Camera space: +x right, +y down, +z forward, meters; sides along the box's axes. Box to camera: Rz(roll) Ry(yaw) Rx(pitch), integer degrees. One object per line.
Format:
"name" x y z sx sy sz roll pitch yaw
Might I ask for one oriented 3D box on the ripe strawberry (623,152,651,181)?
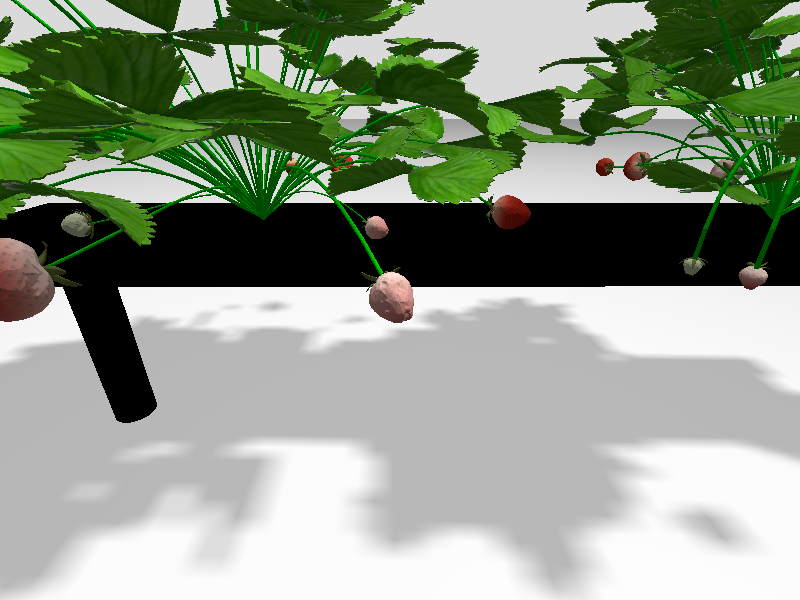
"ripe strawberry" 0.311 -0.175 0.527 0.031 0.035 0.034 -2 9 -5

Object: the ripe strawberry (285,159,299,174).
"ripe strawberry" -0.148 -0.181 0.548 0.021 0.021 0.018 -3 26 -6

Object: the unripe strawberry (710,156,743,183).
"unripe strawberry" 0.397 -0.157 0.487 0.032 0.037 0.035 11 27 21

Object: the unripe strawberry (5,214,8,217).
"unripe strawberry" -0.313 -0.070 0.313 0.011 0.013 0.013 -5 26 -10

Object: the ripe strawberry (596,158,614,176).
"ripe strawberry" 0.291 -0.190 0.572 0.024 0.025 0.026 -4 26 -8

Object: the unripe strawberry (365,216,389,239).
"unripe strawberry" -0.017 -0.053 0.299 0.017 0.017 0.016 26 34 19

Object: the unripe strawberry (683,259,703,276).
"unripe strawberry" 0.163 -0.019 0.224 0.010 0.010 0.009 -20 32 -36

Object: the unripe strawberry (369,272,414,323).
"unripe strawberry" -0.003 0.000 0.180 0.020 0.022 0.023 -15 -25 -28

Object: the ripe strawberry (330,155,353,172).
"ripe strawberry" -0.079 -0.186 0.554 0.032 0.034 0.035 5 16 9

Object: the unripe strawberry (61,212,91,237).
"unripe strawberry" -0.244 -0.057 0.302 0.017 0.018 0.016 -11 28 -21

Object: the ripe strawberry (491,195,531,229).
"ripe strawberry" 0.088 -0.069 0.318 0.030 0.026 0.030 12 27 4

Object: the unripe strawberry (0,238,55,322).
"unripe strawberry" -0.180 -0.008 0.179 0.033 0.038 0.036 8 28 16
